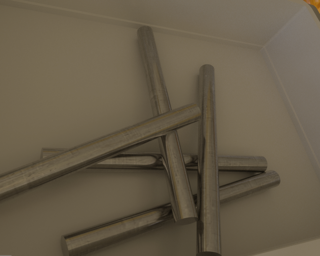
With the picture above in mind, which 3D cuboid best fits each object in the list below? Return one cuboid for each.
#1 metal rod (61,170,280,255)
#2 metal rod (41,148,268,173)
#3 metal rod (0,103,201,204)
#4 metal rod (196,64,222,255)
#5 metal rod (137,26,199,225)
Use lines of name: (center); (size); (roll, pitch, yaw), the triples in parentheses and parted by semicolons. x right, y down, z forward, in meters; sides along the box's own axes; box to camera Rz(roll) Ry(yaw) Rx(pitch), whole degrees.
metal rod: (0.038, 0.093, 0.369); (0.303, 0.025, 0.025); (-9, 66, -32)
metal rod: (0.013, 0.043, 0.386); (0.303, 0.025, 0.025); (4, 60, -26)
metal rod: (-0.078, 0.028, 0.313); (0.302, 0.025, 0.025); (-22, 74, -31)
metal rod: (0.062, 0.016, 0.404); (0.025, 0.025, 0.300); (22, 46, -15)
metal rod: (0.002, -0.026, 0.400); (0.025, 0.025, 0.299); (6, 53, -25)
